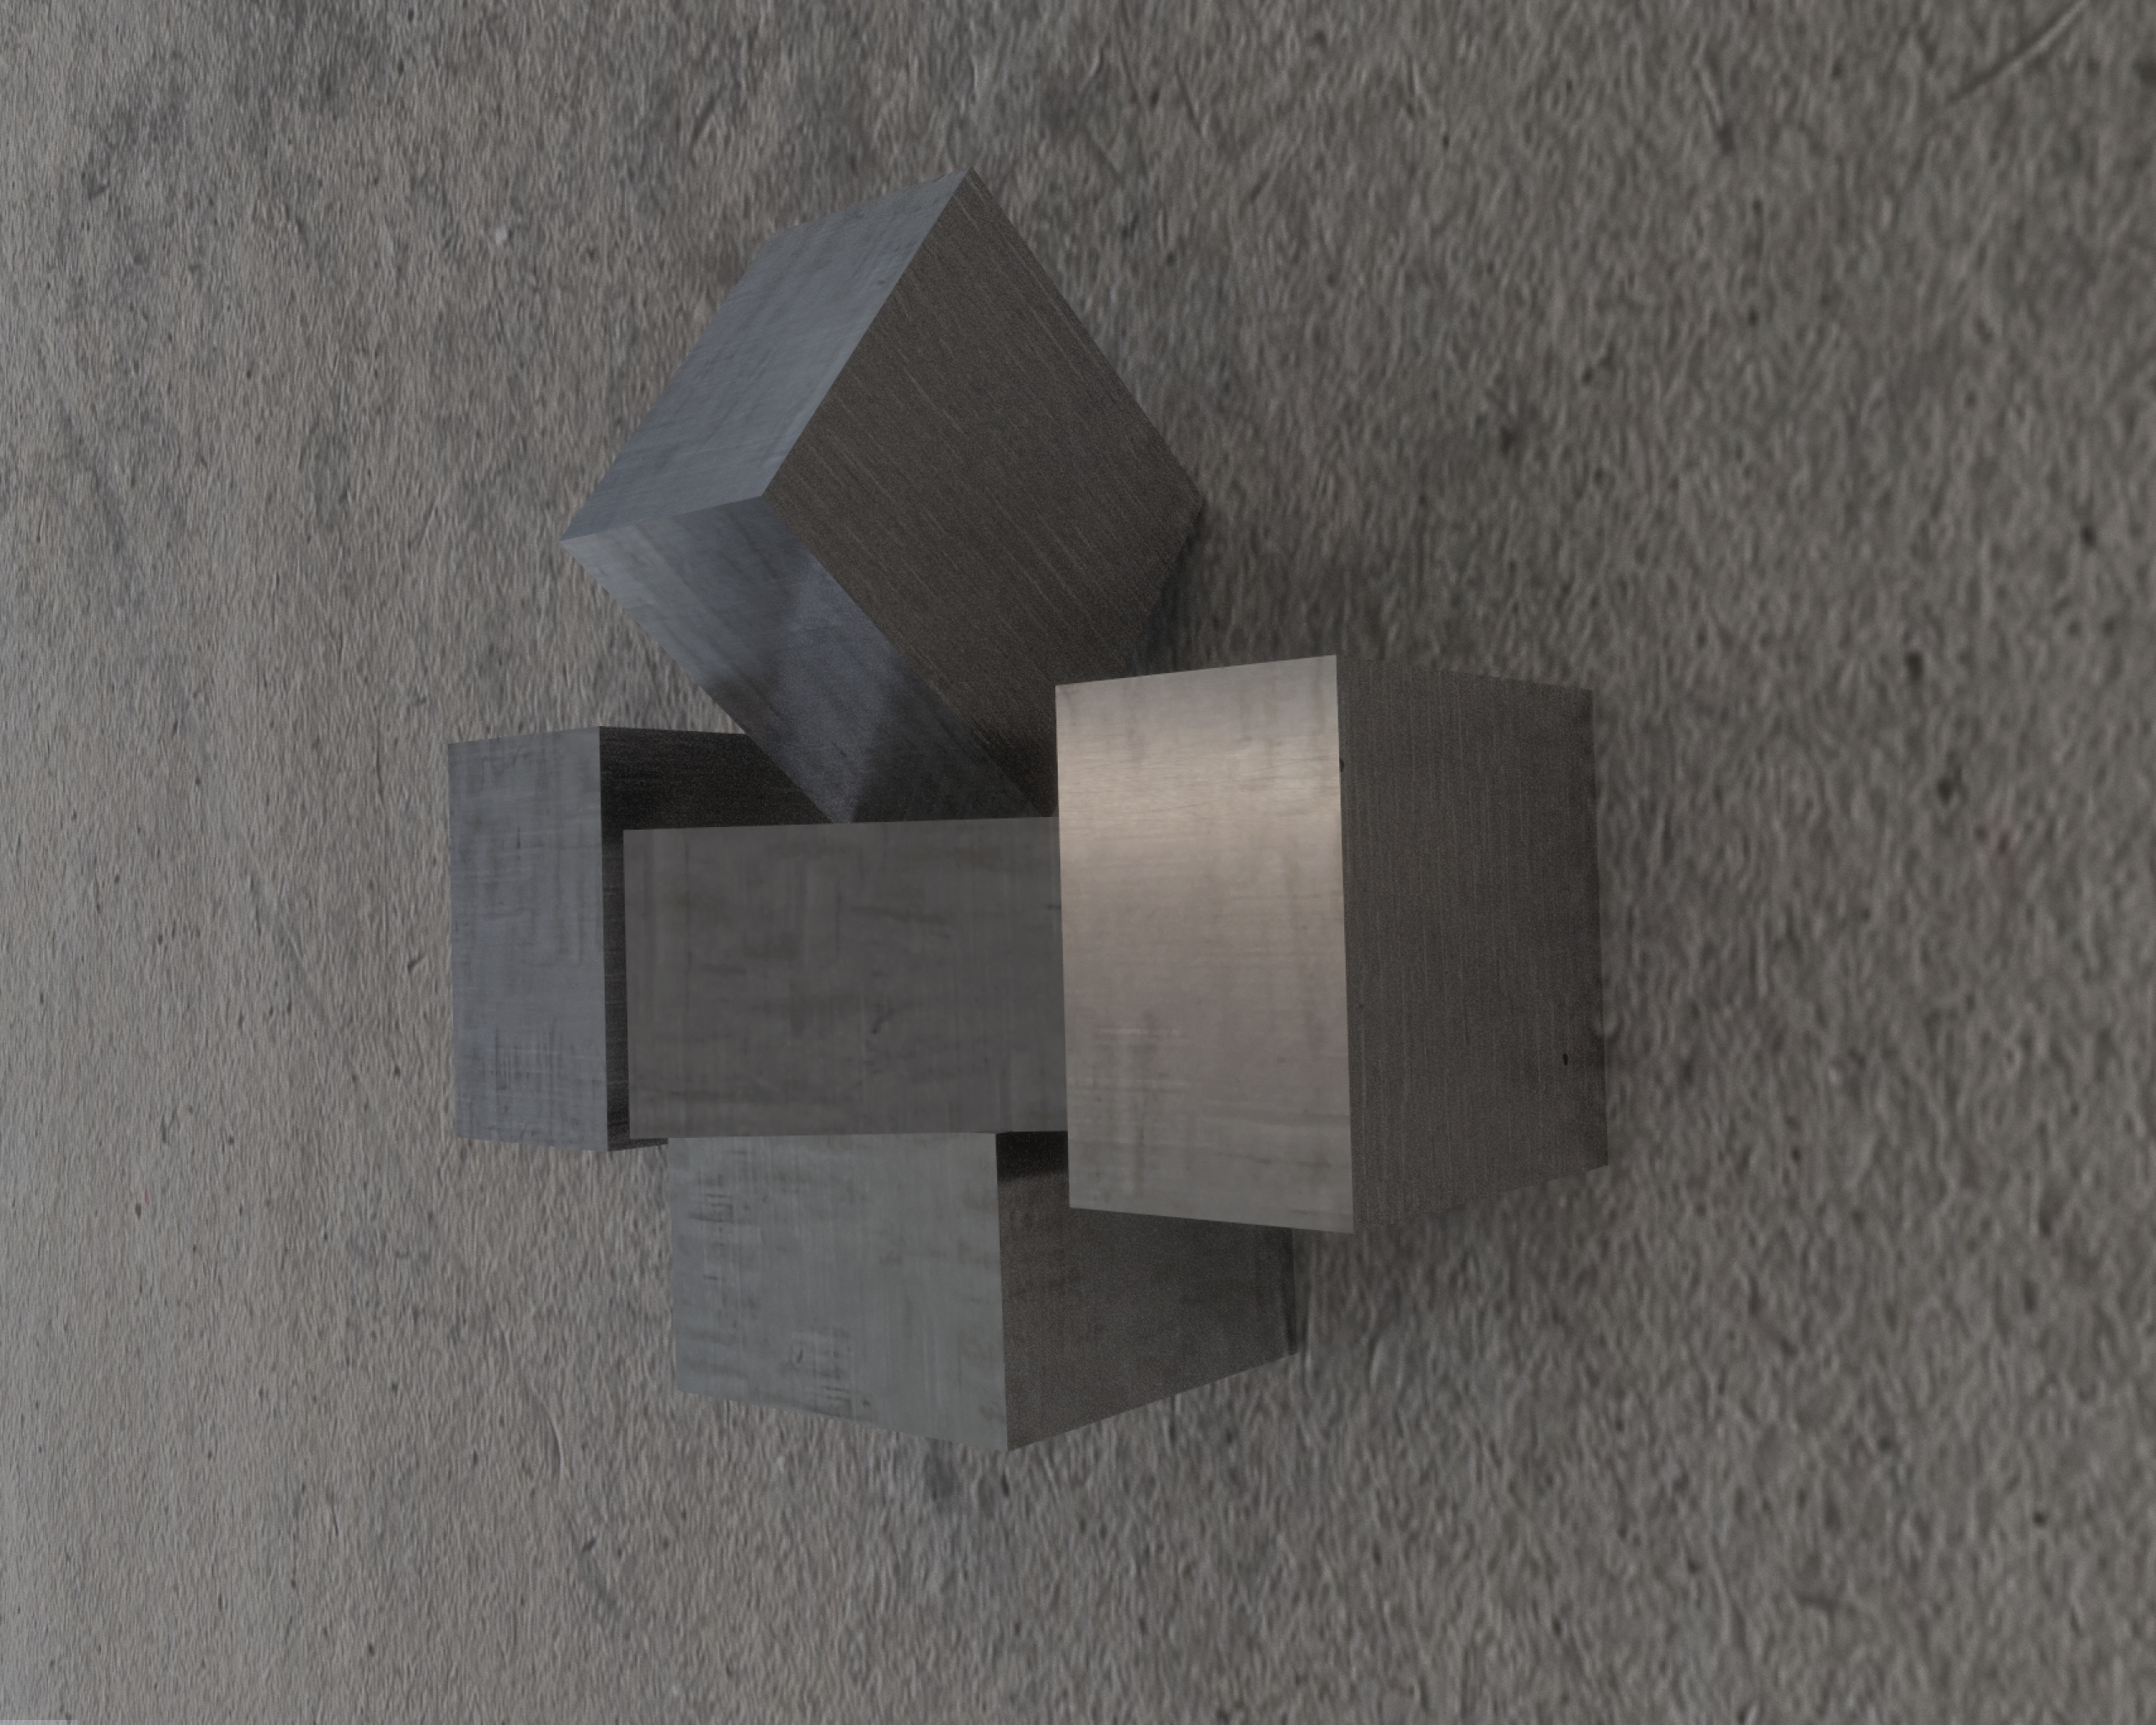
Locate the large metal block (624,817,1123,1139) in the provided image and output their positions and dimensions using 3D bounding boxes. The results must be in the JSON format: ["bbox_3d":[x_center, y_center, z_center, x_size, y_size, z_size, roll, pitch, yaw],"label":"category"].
[{"bbox_3d":[-0.029,0.019,0.373,0.080,0.080,0.050,-2,89,5],"label":"large metal block"}]

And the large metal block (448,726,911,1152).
[{"bbox_3d":[-0.081,0.015,0.436,0.050,0.081,0.080,-2,89,41],"label":"large metal block"}]

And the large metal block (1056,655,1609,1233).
[{"bbox_3d":[0.043,0.012,0.333,0.050,0.081,0.080,-3,88,39],"label":"large metal block"}]

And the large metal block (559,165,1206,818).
[{"bbox_3d":[-0.031,-0.062,0.374,0.050,0.080,0.080,-3,50,40],"label":"large metal block"}]

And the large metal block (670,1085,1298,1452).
[{"bbox_3d":[-0.017,0.069,0.383,0.080,0.081,0.050,-3,89,40],"label":"large metal block"}]
